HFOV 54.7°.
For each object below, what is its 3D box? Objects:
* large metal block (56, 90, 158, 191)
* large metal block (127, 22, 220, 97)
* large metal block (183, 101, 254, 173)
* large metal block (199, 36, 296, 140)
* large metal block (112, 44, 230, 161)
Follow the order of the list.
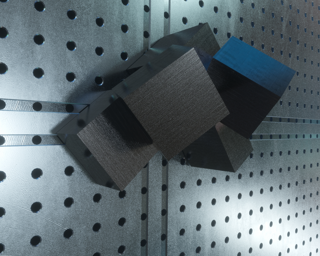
[{"bbox_3d":[-0.052,0.011,0.350,0.080,0.050,0.080,-47,118,-30],"label":"large metal block"},{"bbox_3d":[0.020,-0.081,0.390,0.080,0.080,0.050,-49,120,-29],"label":"large metal block"},{"bbox_3d":[0.071,0.011,0.434,0.050,0.080,0.080,-41,116,-32],"label":"large metal block"},{"bbox_3d":[0.094,-0.046,0.362,0.080,0.080,0.050,34,55,11],"label":"large metal block"},{"bbox_3d":[0.011,-0.028,0.318,0.080,0.050,0.080,-37,116,-6],"label":"large metal block"}]
